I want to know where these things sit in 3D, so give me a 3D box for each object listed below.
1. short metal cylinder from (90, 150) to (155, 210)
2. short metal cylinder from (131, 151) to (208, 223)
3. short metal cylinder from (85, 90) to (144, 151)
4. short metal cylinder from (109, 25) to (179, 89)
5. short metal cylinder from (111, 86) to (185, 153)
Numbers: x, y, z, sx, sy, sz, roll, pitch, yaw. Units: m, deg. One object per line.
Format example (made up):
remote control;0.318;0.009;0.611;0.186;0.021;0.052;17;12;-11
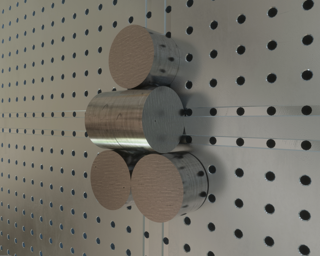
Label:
short metal cylinder;-0.051;0.069;0.432;0.080;0.050;0.079;0;90;39
short metal cylinder;0.011;0.070;0.381;0.080;0.050;0.079;0;90;39
short metal cylinder;-0.052;-0.010;0.415;0.050;0.081;0.079;1;91;40
short metal cylinder;-0.022;-0.090;0.409;0.080;0.050;0.079;0;90;39
short metal cylinder;-0.013;-0.010;0.383;0.050;0.081;0.079;1;91;40
